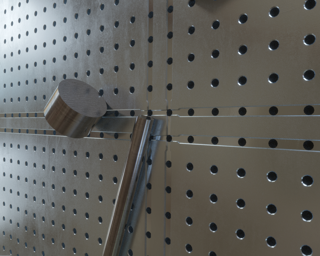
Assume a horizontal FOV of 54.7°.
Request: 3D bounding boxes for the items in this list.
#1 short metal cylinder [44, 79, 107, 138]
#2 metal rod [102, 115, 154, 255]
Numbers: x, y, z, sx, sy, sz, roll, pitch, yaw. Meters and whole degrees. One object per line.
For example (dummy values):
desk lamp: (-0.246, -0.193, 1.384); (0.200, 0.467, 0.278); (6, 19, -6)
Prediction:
short metal cylinder: (-0.131, -0.030, 0.482); (0.050, 0.081, 0.080); (-47, 62, 30)
metal rod: (-0.057, 0.126, 0.456); (0.025, 0.025, 0.298); (24, 105, 37)
